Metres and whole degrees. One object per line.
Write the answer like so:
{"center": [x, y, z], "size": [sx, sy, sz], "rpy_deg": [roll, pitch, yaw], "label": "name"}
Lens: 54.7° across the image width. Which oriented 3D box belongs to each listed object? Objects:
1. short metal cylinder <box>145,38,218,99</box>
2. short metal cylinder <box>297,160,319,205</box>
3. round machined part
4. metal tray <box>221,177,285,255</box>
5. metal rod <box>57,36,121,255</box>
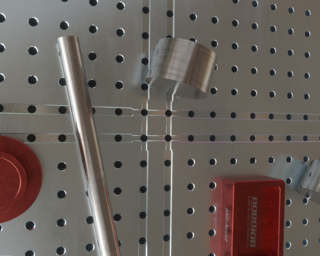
{"center": [0.027, -0.073, 0.393], "size": [0.081, 0.080, 0.050], "rpy_deg": [18, 84, -19], "label": "short metal cylinder"}
{"center": [0.264, 0.092, 0.481], "size": [0.080, 0.080, 0.050], "rpy_deg": [35, 79, -17], "label": "short metal cylinder"}
{"center": [-0.181, 0.057, 0.337], "size": [0.099, 0.042, 0.097], "rpy_deg": [0, 90, -20], "label": "round machined part"}
{"center": [0.138, 0.140, 0.460], "size": [0.091, 0.030, 0.129], "rpy_deg": [2, 89, -20], "label": "metal tray"}
{"center": [-0.084, 0.039, 0.381], "size": [0.025, 0.025, 0.298], "rpy_deg": [-12, 94, -20], "label": "metal rod"}
